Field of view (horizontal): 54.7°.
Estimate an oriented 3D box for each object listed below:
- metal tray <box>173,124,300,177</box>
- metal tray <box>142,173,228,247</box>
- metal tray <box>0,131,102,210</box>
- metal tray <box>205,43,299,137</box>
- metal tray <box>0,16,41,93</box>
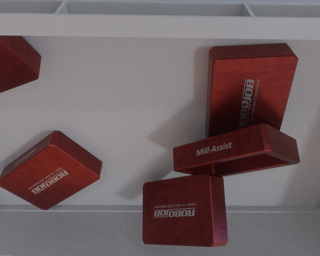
[{"bbox_3d":[0.092,0.034,0.388,0.130,0.030,0.091,-19,154,39],"label":"metal tray"},{"bbox_3d":[0.029,0.116,0.435,0.030,0.090,0.130,17,155,-42],"label":"metal tray"},{"bbox_3d":[-0.163,0.068,0.462,0.130,0.030,0.090,-32,124,24],"label":"metal tray"},{"bbox_3d":[0.104,-0.035,0.377,0.091,0.030,0.129,-3,130,2],"label":"metal tray"},{"bbox_3d":[-0.208,-0.070,0.326,0.130,0.030,0.090,-17,147,13],"label":"metal tray"}]
